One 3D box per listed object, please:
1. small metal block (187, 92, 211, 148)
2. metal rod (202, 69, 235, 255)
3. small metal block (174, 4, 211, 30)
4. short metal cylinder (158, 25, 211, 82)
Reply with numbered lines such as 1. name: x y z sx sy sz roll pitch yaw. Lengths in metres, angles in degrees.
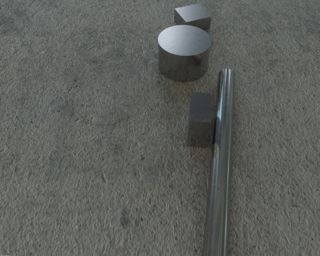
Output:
1. small metal block: 0.050 -0.010 0.396 0.025 0.050 0.050 4 50 3
2. metal rod: 0.075 0.032 0.376 0.025 0.025 0.300 8 50 6
3. small metal block: 0.060 -0.203 0.575 0.050 0.025 0.050 -17 52 -15
4. short metal cylinder: 0.037 -0.118 0.486 0.081 0.050 0.080 0 50 0
